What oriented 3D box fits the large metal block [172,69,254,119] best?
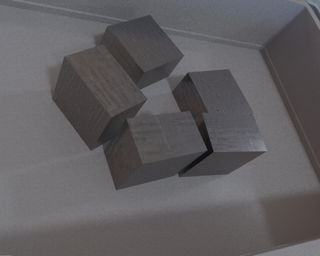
[{"bbox_3d":[0.077,-0.037,0.456,0.081,0.050,0.080,-11,67,-33],"label":"large metal block"}]

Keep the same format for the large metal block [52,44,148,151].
[{"bbox_3d":[-0.072,-0.033,0.353,0.050,0.080,0.080,-32,80,-38],"label":"large metal block"}]

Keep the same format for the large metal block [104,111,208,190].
[{"bbox_3d":[-0.008,0.026,0.352,0.081,0.080,0.050,-8,66,-32],"label":"large metal block"}]

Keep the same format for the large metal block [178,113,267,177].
[{"bbox_3d":[0.072,0.024,0.397,0.081,0.080,0.050,2,61,-28],"label":"large metal block"}]

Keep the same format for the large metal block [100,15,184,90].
[{"bbox_3d":[-0.028,-0.106,0.441,0.081,0.050,0.080,-32,80,-38],"label":"large metal block"}]
